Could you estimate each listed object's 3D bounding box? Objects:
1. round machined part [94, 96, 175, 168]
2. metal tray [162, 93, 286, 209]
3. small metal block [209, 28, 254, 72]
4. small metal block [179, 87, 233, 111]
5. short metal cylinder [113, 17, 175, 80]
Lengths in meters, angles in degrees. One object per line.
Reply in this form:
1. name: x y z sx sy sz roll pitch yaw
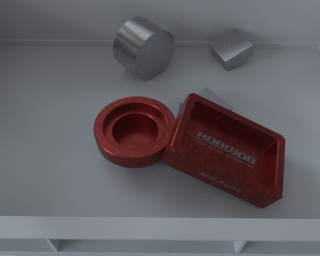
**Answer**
1. round machined part: -0.030 0.009 0.386 0.099 0.042 0.098 0 50 0
2. metal tray: 0.077 0.024 0.355 0.131 0.030 0.090 25 52 -5
3. small metal block: 0.116 -0.127 0.502 0.050 0.025 0.050 -32 56 1
4. small metal block: 0.062 -0.023 0.425 0.050 0.025 0.050 -29 56 -23
5. short metal cylinder: -0.024 -0.120 0.470 0.080 0.080 0.050 -36 59 -26
